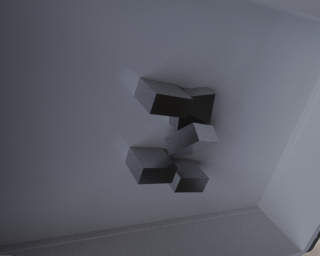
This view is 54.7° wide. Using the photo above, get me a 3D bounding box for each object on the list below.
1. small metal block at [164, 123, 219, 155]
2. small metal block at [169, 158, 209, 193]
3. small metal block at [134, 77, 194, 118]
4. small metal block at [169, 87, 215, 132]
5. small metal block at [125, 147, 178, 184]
[{"bbox_3d":[0.043,0.016,0.418,0.050,0.025,0.050,-29,158,33],"label":"small metal block"},{"bbox_3d":[0.035,0.069,0.454,0.050,0.050,0.025,7,115,-32],"label":"small metal block"},{"bbox_3d":[0.003,-0.036,0.372,0.050,0.050,0.025,5,116,-31],"label":"small metal block"},{"bbox_3d":[0.042,-0.026,0.416,0.050,0.025,0.050,-9,122,-24],"label":"small metal block"},{"bbox_3d":[-0.013,0.050,0.416,0.050,0.050,0.025,4,117,-30],"label":"small metal block"}]
